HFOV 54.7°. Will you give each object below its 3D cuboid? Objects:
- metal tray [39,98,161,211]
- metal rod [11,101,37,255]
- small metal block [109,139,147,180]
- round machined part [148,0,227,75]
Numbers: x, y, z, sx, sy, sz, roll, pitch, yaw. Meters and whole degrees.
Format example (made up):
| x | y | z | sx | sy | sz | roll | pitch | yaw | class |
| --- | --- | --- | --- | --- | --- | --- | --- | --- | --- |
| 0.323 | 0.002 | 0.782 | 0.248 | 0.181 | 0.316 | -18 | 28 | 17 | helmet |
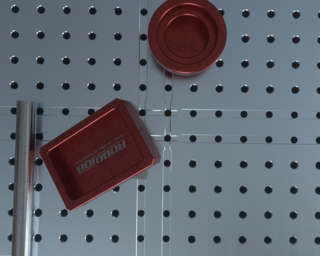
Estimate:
| x | y | z | sx | sy | sz | roll | pitch | yaw | class |
| --- | --- | --- | --- | --- | --- | --- | --- | --- | --- |
| -0.076 | 0.034 | 0.387 | 0.130 | 0.030 | 0.090 | -31 | 81 | 13 | metal tray |
| -0.181 | 0.114 | 0.411 | 0.025 | 0.025 | 0.298 | 2 | 90 | -1 | metal rod |
| -0.041 | 0.040 | 0.413 | 0.050 | 0.025 | 0.050 | 4 | 90 | -1 | small metal block |
| 0.034 | -0.117 | 0.405 | 0.099 | 0.042 | 0.097 | 0 | 90 | -1 | round machined part |
